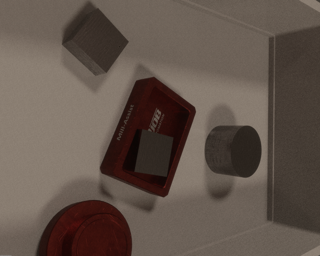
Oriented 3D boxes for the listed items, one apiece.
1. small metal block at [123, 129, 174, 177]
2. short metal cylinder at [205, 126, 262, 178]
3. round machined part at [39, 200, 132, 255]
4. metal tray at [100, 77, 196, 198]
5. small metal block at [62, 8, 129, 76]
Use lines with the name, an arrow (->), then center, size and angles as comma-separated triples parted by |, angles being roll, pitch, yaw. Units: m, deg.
small metal block -> -0.014, 0.031, 0.380 | 0.050, 0.025, 0.050 | 16, 80, -39
short metal cylinder -> 0.117, 0.036, 0.491 | 0.081, 0.050, 0.079 | 0, 90, -40
round machined part -> -0.069, 0.125, 0.323 | 0.099, 0.042, 0.098 | 15, 65, -36
metal tray -> -0.010, 0.012, 0.396 | 0.090, 0.030, 0.130 | 32, 70, -36
small metal block -> -0.071, -0.095, 0.348 | 0.050, 0.025, 0.050 | 44, 63, -31
